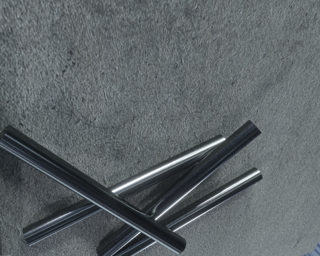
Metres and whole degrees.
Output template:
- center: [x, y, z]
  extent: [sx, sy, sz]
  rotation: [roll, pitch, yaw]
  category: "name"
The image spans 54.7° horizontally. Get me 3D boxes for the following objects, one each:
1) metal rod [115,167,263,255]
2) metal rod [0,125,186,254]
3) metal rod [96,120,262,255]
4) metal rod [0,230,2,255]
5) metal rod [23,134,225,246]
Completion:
- center: [0.043, 0.148, 0.521]
  extent: [0.302, 0.025, 0.025]
  rotation: [-27, 128, -12]
  category: "metal rod"
- center: [-0.067, 0.093, 0.397]
  extent: [0.025, 0.025, 0.300]
  rotation: [-46, 120, 4]
  category: "metal rod"
- center: [0.022, 0.096, 0.454]
  extent: [0.300, 0.025, 0.025]
  rotation: [-41, 130, 9]
  category: "metal rod"
- center: [-0.196, 0.075, 0.345]
  extent: [0.025, 0.025, 0.298]
  rotation: [-4, 120, -27]
  category: "metal rod"
- center: [-0.038, 0.081, 0.435]
  extent: [0.302, 0.025, 0.025]
  rotation: [-24, 127, -14]
  category: "metal rod"
